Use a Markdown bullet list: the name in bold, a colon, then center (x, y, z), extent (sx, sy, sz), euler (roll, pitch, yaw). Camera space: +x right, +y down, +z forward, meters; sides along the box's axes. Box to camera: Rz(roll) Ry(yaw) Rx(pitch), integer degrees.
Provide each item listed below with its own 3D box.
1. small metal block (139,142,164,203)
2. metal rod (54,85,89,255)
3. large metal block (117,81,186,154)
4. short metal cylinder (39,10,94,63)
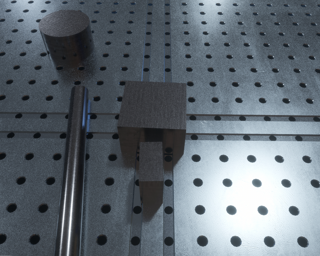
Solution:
- **small metal block**: center (-0.010, 0.051, 0.349), extent (0.025, 0.050, 0.050), euler (-1, 50, -1)
- **metal rod**: center (-0.100, 0.061, 0.354), extent (0.025, 0.025, 0.300), euler (-5, 50, -4)
- **large metal block**: center (-0.008, -0.015, 0.404), extent (0.080, 0.050, 0.080), euler (3, 50, 2)
- **short metal cylinder**: center (-0.155, -0.155, 0.519), extent (0.081, 0.050, 0.080), euler (0, 50, 0)
